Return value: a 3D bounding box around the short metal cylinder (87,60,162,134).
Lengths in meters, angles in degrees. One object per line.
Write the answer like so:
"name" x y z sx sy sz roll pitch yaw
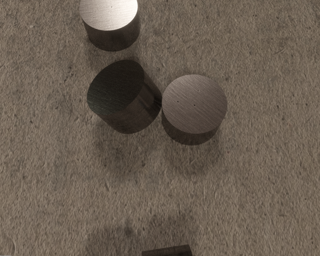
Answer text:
"short metal cylinder" -0.044 -0.039 0.392 0.080 0.050 0.080 -13 57 21

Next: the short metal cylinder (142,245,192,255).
"short metal cylinder" 0.011 0.166 0.319 0.050 0.080 0.080 -8 70 -3

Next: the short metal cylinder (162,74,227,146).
"short metal cylinder" 0.042 -0.022 0.404 0.081 0.050 0.080 0 70 -1

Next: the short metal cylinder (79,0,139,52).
"short metal cylinder" -0.071 -0.160 0.452 0.081 0.050 0.080 0 70 0
